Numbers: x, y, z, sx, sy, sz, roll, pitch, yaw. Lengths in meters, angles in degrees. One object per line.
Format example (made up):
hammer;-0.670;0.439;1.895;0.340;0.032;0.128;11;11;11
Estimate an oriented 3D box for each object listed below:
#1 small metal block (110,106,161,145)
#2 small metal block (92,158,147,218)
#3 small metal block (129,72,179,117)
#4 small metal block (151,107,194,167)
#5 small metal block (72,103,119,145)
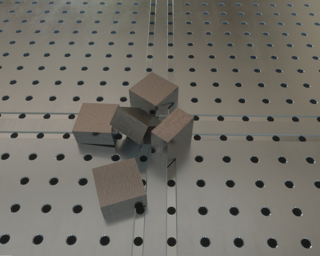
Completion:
small metal block;-0.026;-0.004;0.394;0.050;0.025;0.050;33;16;24
small metal block;-0.046;0.067;0.352;0.050;0.025;0.050;-14;51;-11
small metal block;-0.009;-0.049;0.449;0.050;0.025;0.050;33;57;24
small metal block;0.015;0.011;0.382;0.025;0.050;0.050;32;57;24
small metal block;-0.082;-0.006;0.411;0.050;0.025;0.050;3;50;7
